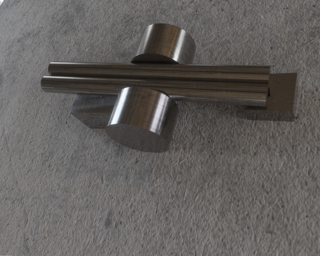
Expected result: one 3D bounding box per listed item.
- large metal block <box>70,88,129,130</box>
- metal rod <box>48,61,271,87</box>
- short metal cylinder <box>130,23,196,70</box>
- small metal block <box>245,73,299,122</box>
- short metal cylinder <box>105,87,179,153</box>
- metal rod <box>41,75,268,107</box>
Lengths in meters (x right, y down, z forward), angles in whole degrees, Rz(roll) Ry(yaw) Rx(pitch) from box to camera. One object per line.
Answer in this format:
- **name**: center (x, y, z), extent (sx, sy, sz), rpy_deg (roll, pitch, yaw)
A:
- **large metal block**: center (-0.072, -0.044, 0.454), extent (0.080, 0.050, 0.080), rpy_deg (2, 63, 29)
- **metal rod**: center (-0.017, -0.071, 0.400), extent (0.301, 0.025, 0.025), rpy_deg (6, 64, 22)
- **short metal cylinder**: center (0.005, -0.096, 0.426), extent (0.080, 0.080, 0.050), rpy_deg (2, 63, 29)
- **small metal block**: center (0.131, -0.035, 0.359), extent (0.050, 0.025, 0.050), rpy_deg (3, 63, 30)
- **short metal cylinder**: center (-0.021, -0.008, 0.386), extent (0.080, 0.080, 0.050), rpy_deg (2, 63, 29)
- **metal rod**: center (-0.023, -0.049, 0.390), extent (0.301, 0.025, 0.025), rpy_deg (6, 64, 22)
